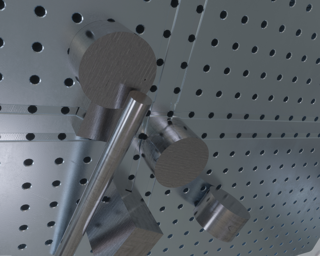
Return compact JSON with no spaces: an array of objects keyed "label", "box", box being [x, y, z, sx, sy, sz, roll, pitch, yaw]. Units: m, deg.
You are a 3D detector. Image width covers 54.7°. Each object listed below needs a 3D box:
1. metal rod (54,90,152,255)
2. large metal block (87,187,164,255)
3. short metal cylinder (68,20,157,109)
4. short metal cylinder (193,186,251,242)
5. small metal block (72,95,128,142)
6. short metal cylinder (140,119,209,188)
[{"label":"metal rod","box":[-0.083,0.084,0.383,0.025,0.025,0.298,9,124,-32]},{"label":"large metal block","box":[-0.053,0.145,0.436,0.050,0.080,0.080,30,102,-38]},{"label":"short metal cylinder","box":[-0.050,-0.067,0.326,0.081,0.050,0.079,-14,125,-21]},{"label":"short metal cylinder","box":[0.103,0.143,0.520,0.080,0.080,0.050,24,106,-37]},{"label":"small metal block","box":[-0.069,-0.013,0.366,0.050,0.025,0.050,15,110,-35]},{"label":"short metal cylinder","box":[0.019,0.035,0.427,0.081,0.050,0.079,-14,124,-21]}]
